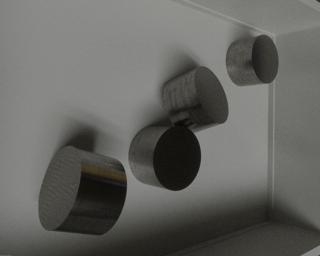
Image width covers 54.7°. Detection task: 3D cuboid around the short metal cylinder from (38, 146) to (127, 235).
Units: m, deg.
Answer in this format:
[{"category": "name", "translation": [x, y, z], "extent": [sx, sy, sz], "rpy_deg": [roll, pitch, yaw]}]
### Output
[{"category": "short metal cylinder", "translation": [-0.078, 0.063, 0.307], "extent": [0.050, 0.080, 0.080], "rpy_deg": [23, 76, -38]}]

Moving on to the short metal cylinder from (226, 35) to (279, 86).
[{"category": "short metal cylinder", "translation": [0.157, -0.112, 0.525], "extent": [0.081, 0.050, 0.079], "rpy_deg": [0, 90, -40]}]

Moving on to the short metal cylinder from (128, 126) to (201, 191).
[{"category": "short metal cylinder", "translation": [0.007, 0.037, 0.398], "extent": [0.081, 0.050, 0.079], "rpy_deg": [0, 91, -40]}]

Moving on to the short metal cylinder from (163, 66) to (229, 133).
[{"category": "short metal cylinder", "translation": [0.050, -0.036, 0.418], "extent": [0.080, 0.050, 0.080], "rpy_deg": [27, 53, -42]}]
